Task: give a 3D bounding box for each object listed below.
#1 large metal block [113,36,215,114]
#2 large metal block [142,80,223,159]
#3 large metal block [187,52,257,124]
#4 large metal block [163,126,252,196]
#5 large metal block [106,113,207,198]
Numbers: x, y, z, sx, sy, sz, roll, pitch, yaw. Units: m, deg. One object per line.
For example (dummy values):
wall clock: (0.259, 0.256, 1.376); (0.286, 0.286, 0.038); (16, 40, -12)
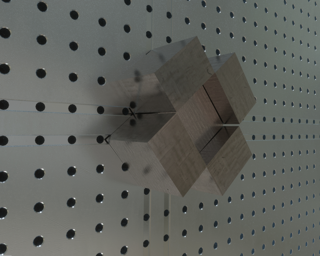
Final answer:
large metal block: (0.005, -0.062, 0.376); (0.080, 0.080, 0.050); (-46, 118, -30)
large metal block: (0.027, -0.011, 0.413); (0.080, 0.050, 0.080); (-45, 116, -28)
large metal block: (0.075, -0.052, 0.435); (0.050, 0.080, 0.080); (-46, 118, -30)
large metal block: (0.066, 0.041, 0.429); (0.080, 0.080, 0.050); (-44, 117, -31)
large metal block: (-0.004, 0.030, 0.368); (0.050, 0.080, 0.080); (-46, 118, -30)
